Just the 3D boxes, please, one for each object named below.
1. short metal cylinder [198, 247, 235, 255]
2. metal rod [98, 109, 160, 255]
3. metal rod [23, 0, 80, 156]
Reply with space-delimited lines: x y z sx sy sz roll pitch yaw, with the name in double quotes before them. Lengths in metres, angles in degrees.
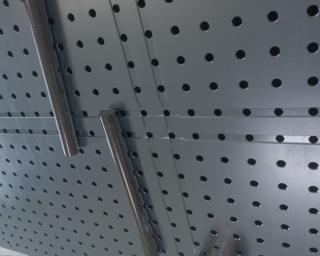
"short metal cylinder" 0.092 0.240 0.495 0.080 0.050 0.079 13 124 21
"metal rod" -0.043 0.109 0.501 0.025 0.025 0.298 1 119 28
"metal rod" -0.155 -0.089 0.437 0.025 0.025 0.298 10 123 23
